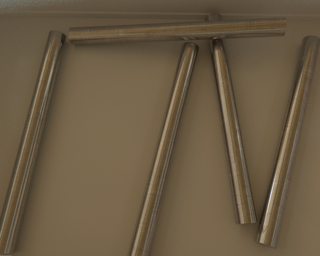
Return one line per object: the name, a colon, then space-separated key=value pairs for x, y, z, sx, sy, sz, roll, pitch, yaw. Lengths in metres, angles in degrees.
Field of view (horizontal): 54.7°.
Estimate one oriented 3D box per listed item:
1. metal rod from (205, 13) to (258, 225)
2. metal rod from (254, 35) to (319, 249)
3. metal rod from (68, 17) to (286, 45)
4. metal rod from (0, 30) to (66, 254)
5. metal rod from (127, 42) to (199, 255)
metal rod: x=0.092 y=-0.026 z=0.419 sx=0.025 sy=0.025 sz=0.299 roll=-4 pitch=70 yaw=-2
metal rod: x=0.173 y=0.004 z=0.409 sx=0.025 sy=0.025 sz=0.300 roll=19 pitch=71 yaw=6
metal rod: x=0.019 y=-0.137 z=0.440 sx=0.302 sy=0.025 sz=0.025 roll=0 pitch=70 yaw=7
metal rod: x=-0.166 y=0.003 z=0.407 sx=0.025 sy=0.025 sz=0.299 roll=5 pitch=70 yaw=2
metal rod: x=0.009 y=0.018 z=0.402 sx=0.025 sy=0.025 sz=0.299 roll=13 pitch=70 yaw=5
